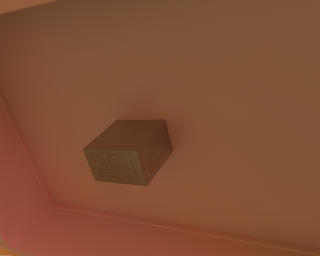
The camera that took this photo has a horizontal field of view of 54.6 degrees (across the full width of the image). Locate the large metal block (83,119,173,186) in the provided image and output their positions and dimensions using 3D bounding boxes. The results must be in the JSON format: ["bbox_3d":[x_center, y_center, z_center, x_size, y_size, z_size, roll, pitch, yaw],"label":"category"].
[{"bbox_3d":[-0.040,0.029,0.413,0.080,0.080,0.050,0,118,28],"label":"large metal block"}]
